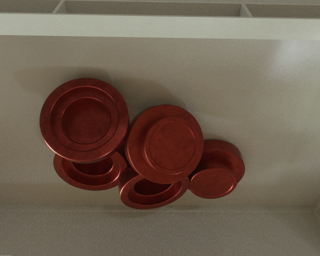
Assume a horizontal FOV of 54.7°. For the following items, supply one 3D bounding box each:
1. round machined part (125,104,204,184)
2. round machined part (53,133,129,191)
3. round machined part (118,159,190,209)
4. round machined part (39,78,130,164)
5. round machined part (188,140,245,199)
[{"bbox_3d":[0.009,0.020,0.377,0.099,0.042,0.097,0,91,-17],"label":"round machined part"},{"bbox_3d":[-0.092,0.040,0.427,0.099,0.042,0.097,-1,130,0],"label":"round machined part"},{"bbox_3d":[-0.011,0.072,0.442,0.099,0.042,0.097,-10,137,-9],"label":"round machined part"},{"bbox_3d":[-0.085,-0.006,0.366,0.099,0.098,0.042,2,166,-2],"label":"round machined part"},{"bbox_3d":[0.075,0.067,0.453,0.099,0.042,0.097,-1,130,0],"label":"round machined part"}]
